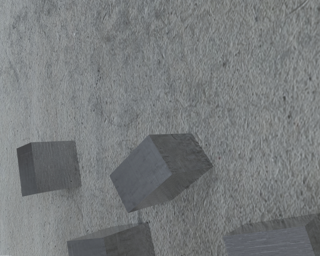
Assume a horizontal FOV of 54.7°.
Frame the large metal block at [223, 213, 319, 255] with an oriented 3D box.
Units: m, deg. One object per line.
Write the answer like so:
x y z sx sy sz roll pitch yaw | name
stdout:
0.117 0.132 0.292 0.080 0.050 0.080 -24 75 37 | large metal block

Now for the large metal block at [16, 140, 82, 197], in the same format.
-0.186 0.067 0.523 0.050 0.081 0.080 -18 79 39 | large metal block

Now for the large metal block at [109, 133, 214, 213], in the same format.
0.002 0.051 0.368 0.080 0.081 0.050 -46 63 30 | large metal block

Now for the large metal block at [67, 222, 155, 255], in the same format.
-0.066 0.167 0.424 0.080 0.081 0.050 -21 77 38 | large metal block
